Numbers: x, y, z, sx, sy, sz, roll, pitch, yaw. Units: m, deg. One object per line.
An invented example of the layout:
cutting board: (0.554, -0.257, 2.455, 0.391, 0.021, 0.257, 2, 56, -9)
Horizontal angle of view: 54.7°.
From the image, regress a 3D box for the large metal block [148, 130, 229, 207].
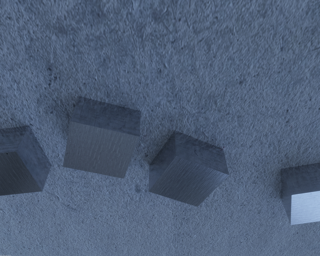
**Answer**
large metal block: (0.038, 0.060, 0.442, 0.080, 0.050, 0.080, 21, 127, -17)

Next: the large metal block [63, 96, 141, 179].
large metal block: (-0.075, 0.014, 0.402, 0.081, 0.050, 0.079, 13, 129, -11)

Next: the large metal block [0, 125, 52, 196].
large metal block: (-0.210, 0.047, 0.429, 0.080, 0.050, 0.080, -7, 130, 5)

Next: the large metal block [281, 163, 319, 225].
large metal block: (0.236, 0.101, 0.479, 0.080, 0.050, 0.080, -11, 130, 9)
